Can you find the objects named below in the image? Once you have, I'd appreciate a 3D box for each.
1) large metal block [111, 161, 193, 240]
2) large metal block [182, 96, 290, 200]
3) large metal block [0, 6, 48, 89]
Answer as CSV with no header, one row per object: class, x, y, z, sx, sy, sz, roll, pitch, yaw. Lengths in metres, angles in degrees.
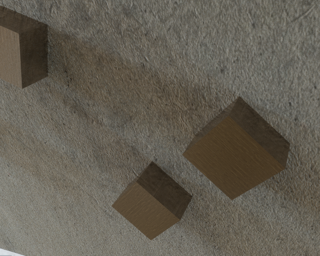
large metal block,-0.013,0.110,0.466,0.080,0.050,0.080,41,129,-1
large metal block,0.088,0.025,0.360,0.080,0.050,0.080,43,129,-2
large metal block,-0.206,-0.113,0.430,0.080,0.050,0.079,25,127,13
